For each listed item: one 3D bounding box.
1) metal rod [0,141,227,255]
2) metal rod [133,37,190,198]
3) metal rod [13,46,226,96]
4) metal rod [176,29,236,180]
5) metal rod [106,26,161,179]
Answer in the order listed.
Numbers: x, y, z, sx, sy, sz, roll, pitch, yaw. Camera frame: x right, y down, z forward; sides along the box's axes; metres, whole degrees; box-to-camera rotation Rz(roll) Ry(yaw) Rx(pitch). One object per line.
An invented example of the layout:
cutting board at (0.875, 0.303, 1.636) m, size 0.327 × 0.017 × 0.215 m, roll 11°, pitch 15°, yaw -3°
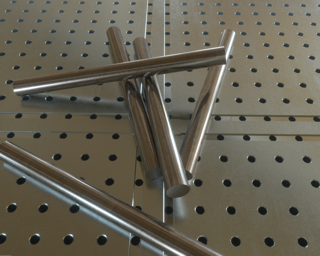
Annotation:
metal rod at (-0.060, 0.083, 0.336) m, size 0.301 × 0.025 × 0.025 m, roll 23°, pitch 54°, yaw 18°
metal rod at (-0.007, -0.039, 0.425) m, size 0.025 × 0.025 × 0.300 m, roll -8°, pitch 46°, yaw -7°
metal rod at (-0.060, -0.079, 0.438) m, size 0.302 × 0.025 × 0.025 m, roll -8°, pitch 50°, yaw 6°
metal rod at (0.074, -0.055, 0.454) m, size 0.025 × 0.025 × 0.300 m, roll 15°, pitch 51°, yaw 11°
metal rod at (-0.043, -0.058, 0.455) m, size 0.025 × 0.025 × 0.300 m, roll -11°, pitch 51°, yaw -10°
